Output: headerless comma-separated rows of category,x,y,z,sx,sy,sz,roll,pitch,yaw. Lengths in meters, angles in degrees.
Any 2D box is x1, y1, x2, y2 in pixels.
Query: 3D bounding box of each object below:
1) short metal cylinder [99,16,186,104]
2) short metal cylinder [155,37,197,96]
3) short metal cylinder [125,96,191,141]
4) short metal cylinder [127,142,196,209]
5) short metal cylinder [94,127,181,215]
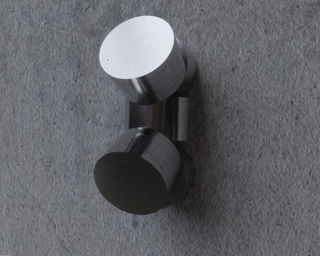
short metal cylinder,-0.017,-0.072,0.334,0.080,0.050,0.080,-8,62,15
short metal cylinder,0.003,-0.077,0.396,0.080,0.050,0.080,0,90,20
short metal cylinder,-0.003,-0.011,0.383,0.080,0.080,0.050,2,91,20
short metal cylinder,0.000,0.058,0.397,0.080,0.050,0.080,0,90,20
short metal cylinder,-0.023,0.046,0.335,0.080,0.050,0.079,9,121,16
